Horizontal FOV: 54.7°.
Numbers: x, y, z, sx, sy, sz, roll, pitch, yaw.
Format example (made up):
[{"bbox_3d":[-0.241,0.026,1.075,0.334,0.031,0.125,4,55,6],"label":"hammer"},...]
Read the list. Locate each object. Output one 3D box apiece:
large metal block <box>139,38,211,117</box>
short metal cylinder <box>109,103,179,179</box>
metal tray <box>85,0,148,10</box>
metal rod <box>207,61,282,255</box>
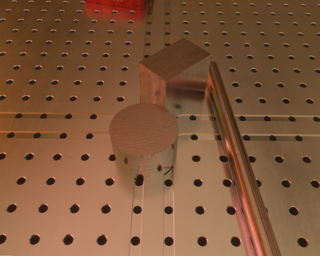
[{"bbox_3d":[0.020,-0.064,0.426,0.080,0.080,0.050,-35,59,-26],"label":"large metal block"},{"bbox_3d":[-0.019,0.015,0.378,0.081,0.050,0.080,0,50,0],"label":"short metal cylinder"},{"bbox_3d":[-0.085,-0.293,0.649,0.131,0.030,0.090,12,51,9],"label":"metal tray"},{"bbox_3d":[0.093,0.019,0.392,0.025,0.025,0.300,-4,50,-4],"label":"metal rod"}]
